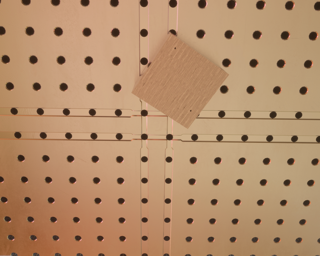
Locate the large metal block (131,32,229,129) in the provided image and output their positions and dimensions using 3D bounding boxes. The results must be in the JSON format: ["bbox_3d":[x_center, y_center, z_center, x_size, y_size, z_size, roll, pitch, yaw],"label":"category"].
[{"bbox_3d":[0.023,-0.059,0.378,0.080,0.050,0.080,32,107,-11],"label":"large metal block"}]
